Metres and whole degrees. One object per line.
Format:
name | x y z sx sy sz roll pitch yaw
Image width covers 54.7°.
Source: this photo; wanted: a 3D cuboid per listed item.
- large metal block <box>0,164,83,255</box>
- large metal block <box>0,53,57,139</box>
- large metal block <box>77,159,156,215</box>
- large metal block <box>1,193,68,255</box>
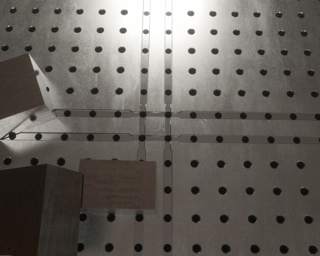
large metal block | -0.126 0.083 0.298 0.080 0.050 0.080 -10 68 22
large metal block | -0.194 -0.041 0.411 0.080 0.050 0.080 -21 72 -8
large metal block | -0.045 0.071 0.356 0.081 0.080 0.050 2 70 0
large metal block | -0.150 0.119 0.353 0.080 0.050 0.080 12 70 4
